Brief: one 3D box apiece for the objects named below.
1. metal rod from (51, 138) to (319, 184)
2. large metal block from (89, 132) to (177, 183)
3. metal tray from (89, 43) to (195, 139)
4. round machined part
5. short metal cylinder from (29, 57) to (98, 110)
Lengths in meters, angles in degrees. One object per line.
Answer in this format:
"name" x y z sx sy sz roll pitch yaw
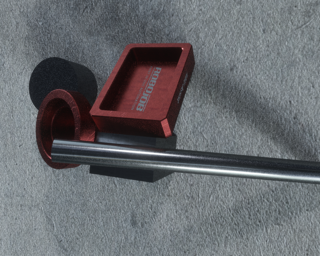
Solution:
"metal rod" 0.041 0.037 0.333 0.302 0.025 0.025 5 92 -5
"large metal block" -0.030 0.032 0.390 0.080 0.080 0.050 5 92 19
"metal tray" -0.016 -0.051 0.372 0.090 0.030 0.130 5 52 19
"round machined part" -0.112 0.002 0.393 0.098 0.042 0.097 -1 88 39
"short metal cylinder" -0.137 -0.057 0.444 0.080 0.050 0.079 0 90 19
